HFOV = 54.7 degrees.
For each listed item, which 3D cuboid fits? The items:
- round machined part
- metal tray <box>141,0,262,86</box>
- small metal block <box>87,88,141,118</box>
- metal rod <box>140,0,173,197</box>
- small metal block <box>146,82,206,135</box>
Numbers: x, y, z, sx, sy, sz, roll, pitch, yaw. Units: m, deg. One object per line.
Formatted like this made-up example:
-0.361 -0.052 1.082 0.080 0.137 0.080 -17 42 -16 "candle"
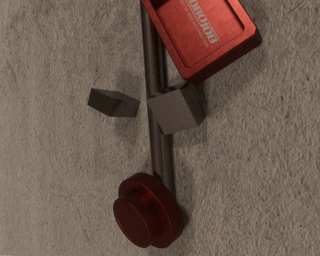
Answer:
-0.021 0.109 0.388 0.098 0.042 0.097 25 129 37 "round machined part"
0.042 -0.126 0.351 0.090 0.030 0.130 -32 70 19 "metal tray"
-0.065 -0.035 0.440 0.050 0.050 0.025 26 107 36 "small metal block"
-0.007 -0.060 0.408 0.025 0.025 0.298 -7 86 39 "metal rod"
0.020 -0.023 0.373 0.050 0.025 0.050 -15 111 38 "small metal block"
